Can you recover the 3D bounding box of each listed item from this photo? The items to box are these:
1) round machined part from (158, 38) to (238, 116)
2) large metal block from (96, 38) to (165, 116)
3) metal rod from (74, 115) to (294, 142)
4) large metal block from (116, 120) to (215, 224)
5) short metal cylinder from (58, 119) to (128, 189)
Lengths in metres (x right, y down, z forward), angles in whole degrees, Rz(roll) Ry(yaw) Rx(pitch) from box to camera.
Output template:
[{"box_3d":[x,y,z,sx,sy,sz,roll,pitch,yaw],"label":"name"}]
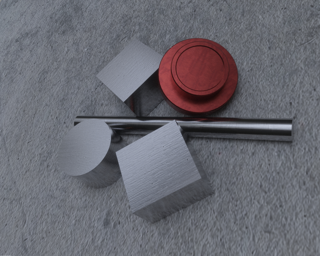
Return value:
[{"box_3d":[0.047,-0.066,0.379,0.099,0.042,0.098,0,79,0],"label":"round machined part"},{"box_3d":[-0.031,-0.071,0.445,0.080,0.050,0.080,-45,51,-3],"label":"large metal block"},{"box_3d":[0.010,-0.003,0.402,0.300,0.025,0.025,2,63,28],"label":"metal rod"},{"box_3d":[0.005,0.051,0.355,0.080,0.050,0.080,-29,52,9],"label":"large metal block"},{"box_3d":[-0.086,0.034,0.412,0.080,0.050,0.080,-13,56,20],"label":"short metal cylinder"}]
